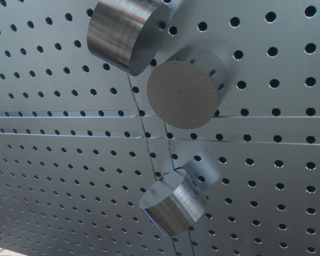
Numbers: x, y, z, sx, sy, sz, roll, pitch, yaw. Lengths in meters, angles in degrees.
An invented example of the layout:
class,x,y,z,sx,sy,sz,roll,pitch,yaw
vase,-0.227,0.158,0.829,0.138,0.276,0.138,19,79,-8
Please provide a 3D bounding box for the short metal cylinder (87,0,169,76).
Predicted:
class,x,y,z,sx,sy,sz,roll,pitch,yaw
short metal cylinder,-0.032,-0.102,0.328,0.050,0.080,0.079,29,128,9

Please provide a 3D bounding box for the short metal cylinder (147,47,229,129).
class,x,y,z,sx,sy,sz,roll,pitch,yaw
short metal cylinder,0.032,-0.045,0.349,0.080,0.050,0.079,13,124,20

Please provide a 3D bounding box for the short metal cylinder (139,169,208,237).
class,x,y,z,sx,sy,sz,roll,pitch,yaw
short metal cylinder,0.018,0.101,0.428,0.080,0.080,0.050,-30,102,37
